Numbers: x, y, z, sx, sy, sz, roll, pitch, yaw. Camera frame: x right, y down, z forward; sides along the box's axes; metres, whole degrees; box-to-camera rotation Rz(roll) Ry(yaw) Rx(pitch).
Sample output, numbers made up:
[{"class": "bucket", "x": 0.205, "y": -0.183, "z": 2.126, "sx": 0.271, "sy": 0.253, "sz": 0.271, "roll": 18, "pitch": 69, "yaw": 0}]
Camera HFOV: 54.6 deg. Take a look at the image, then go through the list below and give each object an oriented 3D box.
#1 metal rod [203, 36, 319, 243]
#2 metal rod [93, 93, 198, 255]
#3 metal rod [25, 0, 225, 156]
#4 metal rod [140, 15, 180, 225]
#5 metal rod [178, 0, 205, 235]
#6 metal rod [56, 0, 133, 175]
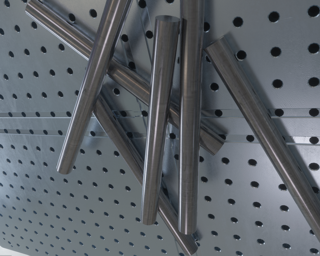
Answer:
[{"class": "metal rod", "x": 0.138, "y": 0.031, "z": 0.357, "sx": 0.025, "sy": 0.025, "sz": 0.299, "roll": -25, "pitch": 105, "yaw": 37}, {"class": "metal rod", "x": -0.023, "y": 0.075, "z": 0.470, "sx": 0.025, "sy": 0.025, "sz": 0.299, "roll": -20, "pitch": 108, "yaw": 36}, {"class": "metal rod", "x": -0.045, "y": -0.066, "z": 0.394, "sx": 0.300, "sy": 0.025, "sz": 0.025, "roll": 37, "pitch": 129, "yaw": 3}, {"class": "metal rod", "x": -0.005, "y": 0.015, "z": 0.389, "sx": 0.025, "sy": 0.025, "sz": 0.298, "roll": 18, "pitch": 126, "yaw": 18}, {"class": "metal rod", "x": 0.035, "y": -0.005, "z": 0.360, "sx": 0.025, "sy": 0.025, "sz": 0.298, "roll": 9, "pitch": 113, "yaw": 23}, {"class": "metal rod", "x": -0.096, "y": -0.036, "z": 0.406, "sx": 0.025, "sy": 0.025, "sz": 0.298, "roll": 34, "pitch": 129, "yaw": 5}]
